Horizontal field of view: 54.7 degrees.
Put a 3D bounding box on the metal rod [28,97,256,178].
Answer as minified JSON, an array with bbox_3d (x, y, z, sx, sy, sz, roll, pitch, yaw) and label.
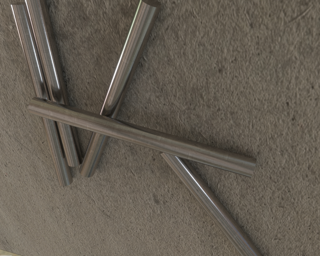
[{"bbox_3d":[-0.030,0.009,0.401,0.301,0.025,0.025,16,125,9],"label":"metal rod"}]

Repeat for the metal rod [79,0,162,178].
[{"bbox_3d":[-0.065,-0.031,0.420,0.025,0.025,0.298,33,129,6],"label":"metal rod"}]

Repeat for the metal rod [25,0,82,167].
[{"bbox_3d":[-0.149,-0.072,0.438,0.025,0.025,0.298,10,123,22],"label":"metal rod"}]

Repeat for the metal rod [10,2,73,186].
[{"bbox_3d":[-0.173,-0.033,0.475,0.025,0.025,0.298,11,123,22],"label":"metal rod"}]

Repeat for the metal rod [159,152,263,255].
[{"bbox_3d":[0.101,0.143,0.441,0.025,0.025,0.300,-31,102,37],"label":"metal rod"}]
